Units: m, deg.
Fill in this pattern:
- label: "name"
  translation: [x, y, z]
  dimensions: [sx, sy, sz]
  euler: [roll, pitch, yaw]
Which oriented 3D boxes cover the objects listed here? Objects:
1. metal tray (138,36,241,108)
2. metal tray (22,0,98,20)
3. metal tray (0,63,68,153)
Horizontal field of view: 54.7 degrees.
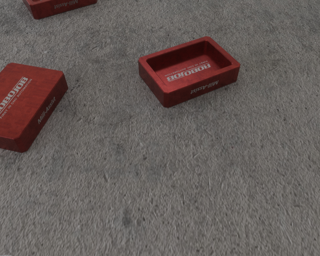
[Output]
- label: "metal tray"
  translation: [0.044, -0.090, 0.475]
  dimensions: [0.131, 0.030, 0.090]
  euler: [-22, 54, -18]
- label: "metal tray"
  translation: [-0.205, -0.269, 0.624]
  dimensions: [0.131, 0.030, 0.090]
  euler: [-25, 55, -20]
- label: "metal tray"
  translation: [-0.197, -0.033, 0.426]
  dimensions: [0.090, 0.030, 0.130]
  euler: [11, 51, 9]
